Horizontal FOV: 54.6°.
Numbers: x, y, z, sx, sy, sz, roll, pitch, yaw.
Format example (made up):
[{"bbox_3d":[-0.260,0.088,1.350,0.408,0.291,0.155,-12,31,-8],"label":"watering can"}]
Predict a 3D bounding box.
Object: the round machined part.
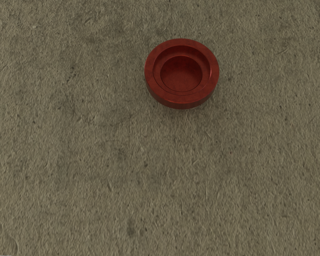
[{"bbox_3d":[0.029,-0.070,0.425,0.099,0.042,0.098,0,70,0],"label":"round machined part"}]
